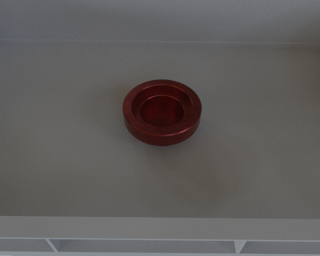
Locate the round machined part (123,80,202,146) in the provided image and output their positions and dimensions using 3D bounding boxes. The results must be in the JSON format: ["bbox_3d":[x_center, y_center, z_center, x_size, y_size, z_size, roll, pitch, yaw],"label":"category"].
[{"bbox_3d":[0.003,-0.015,0.402,0.099,0.042,0.098,0,50,0],"label":"round machined part"}]
